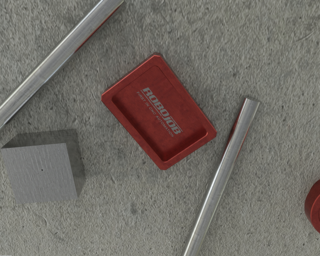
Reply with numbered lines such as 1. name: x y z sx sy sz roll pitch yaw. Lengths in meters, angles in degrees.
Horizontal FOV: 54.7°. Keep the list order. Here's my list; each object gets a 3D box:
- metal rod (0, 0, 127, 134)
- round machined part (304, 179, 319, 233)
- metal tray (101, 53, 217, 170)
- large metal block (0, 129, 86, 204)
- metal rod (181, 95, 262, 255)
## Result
1. metal rod: -0.157 -0.056 0.386 0.300 0.025 0.025 -41 106 13
2. round machined part: 0.256 0.106 0.444 0.099 0.042 0.097 0 110 -1
3. metal tray: 0.000 -0.019 0.400 0.090 0.030 0.130 -35 107 11
4. large metal block: -0.151 0.050 0.413 0.080 0.050 0.079 -5 110 1
5. metal rod: 0.077 0.097 0.446 0.025 0.025 0.298 15 109 -6
